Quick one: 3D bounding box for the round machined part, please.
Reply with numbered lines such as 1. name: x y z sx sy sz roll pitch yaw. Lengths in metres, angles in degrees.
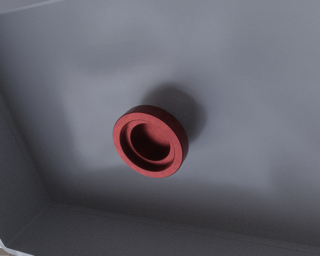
1. round machined part: -0.008 0.013 0.404 0.098 0.042 0.097 13 124 20
